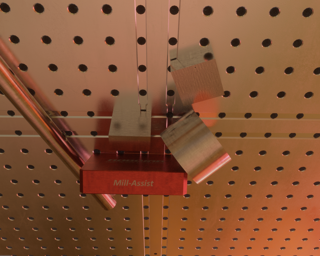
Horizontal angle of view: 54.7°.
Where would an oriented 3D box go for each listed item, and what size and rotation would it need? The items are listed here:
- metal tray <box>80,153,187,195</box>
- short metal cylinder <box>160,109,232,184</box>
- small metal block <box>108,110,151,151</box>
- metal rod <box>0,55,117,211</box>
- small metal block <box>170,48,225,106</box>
[{"bbox_3d":[-0.033,0.059,0.417,0.131,0.090,0.030,1,99,-1],"label":"metal tray"},{"bbox_3d":[0.044,0.023,0.387,0.050,0.080,0.080,-38,123,5],"label":"short metal cylinder"},{"bbox_3d":[-0.037,0.003,0.397,0.050,0.050,0.025,2,130,-2],"label":"small metal block"},{"bbox_3d":[-0.139,0.022,0.428,0.025,0.025,0.299,-17,128,14],"label":"metal rod"},{"bbox_3d":[0.044,-0.058,0.362,0.050,0.025,0.050,-15,129,12],"label":"small metal block"}]
